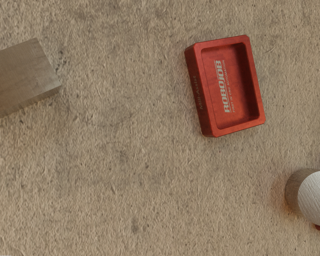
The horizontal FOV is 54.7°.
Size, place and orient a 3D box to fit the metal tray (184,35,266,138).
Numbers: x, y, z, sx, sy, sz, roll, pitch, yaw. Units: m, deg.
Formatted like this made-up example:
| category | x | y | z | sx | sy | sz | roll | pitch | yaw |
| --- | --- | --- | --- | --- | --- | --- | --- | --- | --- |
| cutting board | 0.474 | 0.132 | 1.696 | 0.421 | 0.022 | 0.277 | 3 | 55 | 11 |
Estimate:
| category | x | y | z | sx | sy | sz | roll | pitch | yaw |
| --- | --- | --- | --- | --- | --- | --- | --- | --- | --- |
| metal tray | 0.093 | -0.059 | 0.440 | 0.091 | 0.030 | 0.129 | -15 | 95 | -20 |

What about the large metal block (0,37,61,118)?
| category | x | y | z | sx | sy | sz | roll | pitch | yaw |
| --- | --- | --- | --- | --- | --- | --- | --- | --- | --- |
| large metal block | -0.154 | -0.046 | 0.323 | 0.080 | 0.080 | 0.050 | -28 | 100 | -18 |

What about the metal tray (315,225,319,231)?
| category | x | y | z | sx | sy | sz | roll | pitch | yaw |
| --- | --- | --- | --- | --- | --- | --- | --- | --- | --- |
| metal tray | 0.317 | 0.115 | 0.524 | 0.091 | 0.030 | 0.129 | 13 | 86 | -20 |

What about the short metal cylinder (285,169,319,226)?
| category | x | y | z | sx | sy | sz | roll | pitch | yaw |
| --- | --- | --- | --- | --- | --- | --- | --- | --- | --- |
| short metal cylinder | 0.239 | 0.103 | 0.471 | 0.080 | 0.050 | 0.080 | 0 | 87 | 1 |
